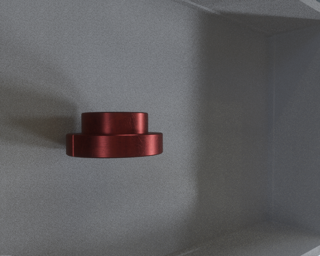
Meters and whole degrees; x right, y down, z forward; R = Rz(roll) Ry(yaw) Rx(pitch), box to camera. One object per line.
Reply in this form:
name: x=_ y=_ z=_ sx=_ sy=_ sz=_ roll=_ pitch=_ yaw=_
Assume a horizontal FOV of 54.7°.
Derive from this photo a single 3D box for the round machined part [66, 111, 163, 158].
round machined part: x=-0.046 y=0.005 z=0.322 sx=0.099 sy=0.098 sz=0.042 roll=-1 pitch=91 yaw=-40
